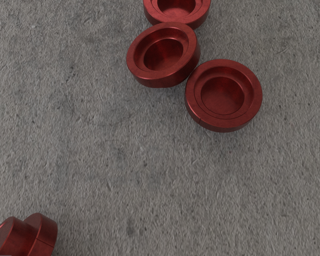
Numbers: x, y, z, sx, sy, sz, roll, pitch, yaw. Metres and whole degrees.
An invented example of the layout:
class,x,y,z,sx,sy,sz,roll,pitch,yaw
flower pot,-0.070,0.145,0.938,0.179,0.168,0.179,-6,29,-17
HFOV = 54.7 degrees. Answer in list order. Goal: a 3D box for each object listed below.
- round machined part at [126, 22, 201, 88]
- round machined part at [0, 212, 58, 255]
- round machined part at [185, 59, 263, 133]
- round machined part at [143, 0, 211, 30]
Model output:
class,x,y,z,sx,sy,sz,roll,pitch,yaw
round machined part,0.007,-0.094,0.422,0.098,0.042,0.098,-10,58,17
round machined part,-0.154,0.131,0.318,0.042,0.098,0.098,41,71,-25
round machined part,0.081,-0.039,0.414,0.099,0.042,0.098,0,70,0
round machined part,0.024,-0.182,0.466,0.099,0.042,0.098,0,70,0
